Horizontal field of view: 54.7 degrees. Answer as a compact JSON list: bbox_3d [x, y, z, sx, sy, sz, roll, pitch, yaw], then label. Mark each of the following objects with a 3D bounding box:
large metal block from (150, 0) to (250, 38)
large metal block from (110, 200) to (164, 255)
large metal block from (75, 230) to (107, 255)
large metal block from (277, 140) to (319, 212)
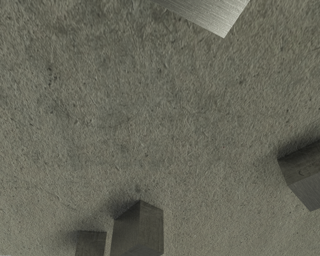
[{"bbox_3d":[0.042,-0.140,0.272,0.080,0.050,0.080,21,127,-17],"label":"large metal block"},{"bbox_3d":[-0.039,0.183,0.526,0.050,0.080,0.080,32,123,-24],"label":"large metal block"},{"bbox_3d":[-0.132,0.252,0.585,0.050,0.080,0.079,7,130,-6],"label":"large metal block"},{"bbox_3d":[0.233,0.068,0.451,0.080,0.050,0.080,-32,123,24],"label":"large metal block"}]
